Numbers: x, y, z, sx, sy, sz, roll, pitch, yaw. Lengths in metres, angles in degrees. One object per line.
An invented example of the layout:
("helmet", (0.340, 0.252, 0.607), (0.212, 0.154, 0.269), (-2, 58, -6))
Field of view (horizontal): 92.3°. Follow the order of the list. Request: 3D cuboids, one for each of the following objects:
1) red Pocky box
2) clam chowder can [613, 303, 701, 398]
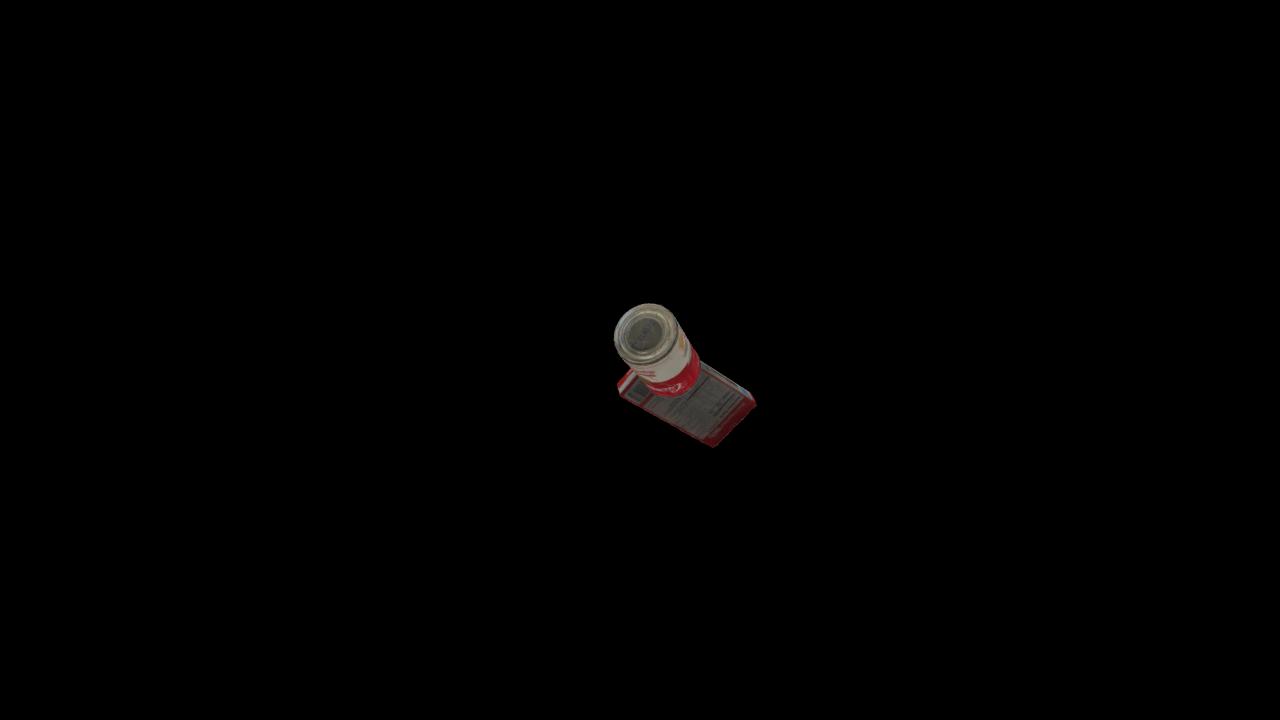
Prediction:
("red Pocky box", (0.056, 0.040, 0.724), (0.155, 0.083, 0.028), (32, 19, -28))
("clam chowder can", (0.020, -0.008, 0.638), (0.068, 0.068, 0.102), (0, -22, 19))
